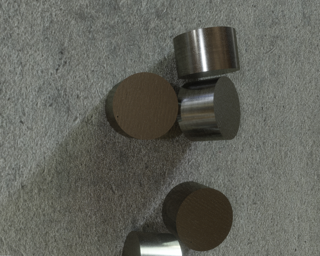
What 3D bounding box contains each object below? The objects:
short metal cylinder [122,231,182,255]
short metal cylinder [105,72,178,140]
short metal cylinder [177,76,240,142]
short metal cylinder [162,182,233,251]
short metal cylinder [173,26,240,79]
[{"bbox_3d":[-0.013,0.168,0.375,0.050,0.080,0.080,11,86,-20],"label":"short metal cylinder"},{"bbox_3d":[-0.024,-0.026,0.387,0.081,0.050,0.080,0,90,-20],"label":"short metal cylinder"},{"bbox_3d":[0.064,-0.023,0.400,0.080,0.050,0.080,9,78,-53],"label":"short metal cylinder"},{"bbox_3d":[0.049,0.115,0.414,0.081,0.050,0.080,0,90,-20],"label":"short metal cylinder"},{"bbox_3d":[0.060,-0.095,0.402,0.081,0.080,0.050,-9,93,-20],"label":"short metal cylinder"}]
